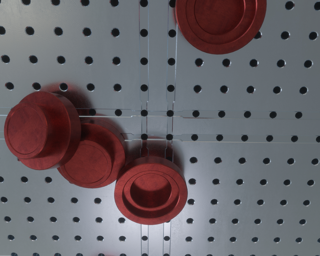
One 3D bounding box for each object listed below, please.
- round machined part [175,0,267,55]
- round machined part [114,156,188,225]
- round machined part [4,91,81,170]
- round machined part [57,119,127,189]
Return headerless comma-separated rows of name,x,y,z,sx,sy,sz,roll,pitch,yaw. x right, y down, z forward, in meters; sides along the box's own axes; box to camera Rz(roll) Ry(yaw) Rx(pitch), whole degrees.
round machined part,0.066,-0.136,0.355,0.099,0.042,0.097,0,110,0
round machined part,-0.013,0.083,0.433,0.099,0.042,0.097,-1,111,-3
round machined part,-0.150,0.003,0.381,0.098,0.042,0.097,-1,89,23
round machined part,-0.095,0.040,0.418,0.099,0.042,0.097,0,110,0
